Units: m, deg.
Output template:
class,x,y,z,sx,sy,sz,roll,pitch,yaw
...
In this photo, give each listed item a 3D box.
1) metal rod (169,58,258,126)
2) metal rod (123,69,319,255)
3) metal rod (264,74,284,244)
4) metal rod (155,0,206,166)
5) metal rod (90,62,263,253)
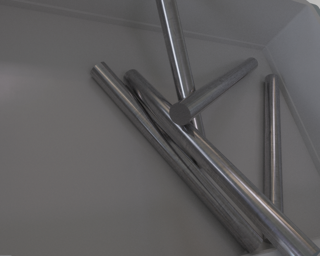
class,x,y,z,sx,sy,sz,roll,pitch,yaw
metal rod,0.094,-0.066,0.446,0.025,0.025,0.302,48,36,5
metal rod,0.039,0.017,0.336,0.025,0.025,0.300,-11,42,-33
metal rod,0.176,0.027,0.483,0.025,0.025,0.300,24,53,-13
metal rod,0.023,-0.095,0.395,0.025,0.025,0.298,-16,96,-34
metal rod,0.017,0.033,0.394,0.300,0.025,0.025,48,51,6
